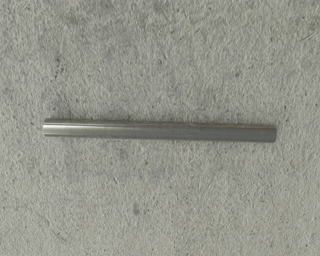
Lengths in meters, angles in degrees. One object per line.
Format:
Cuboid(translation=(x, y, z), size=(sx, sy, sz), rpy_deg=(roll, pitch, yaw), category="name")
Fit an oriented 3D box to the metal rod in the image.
Cuboid(translation=(0.001, 0.004, 0.412), size=(0.302, 0.025, 0.025), rpy_deg=(2, 110, -1), category="metal rod")
